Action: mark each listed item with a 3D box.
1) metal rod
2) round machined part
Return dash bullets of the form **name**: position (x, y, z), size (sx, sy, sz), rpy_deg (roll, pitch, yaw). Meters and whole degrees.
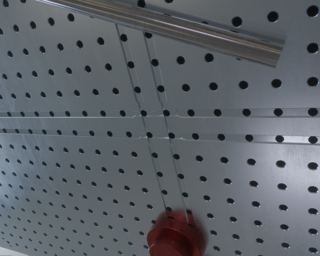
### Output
- **metal rod**: position (-0.018, -0.121, 0.345), size (0.301, 0.025, 0.025), rpy_deg (20, 126, 16)
- **round machined part**: position (0.022, 0.201, 0.513), size (0.098, 0.042, 0.097), rpy_deg (13, 124, 21)
